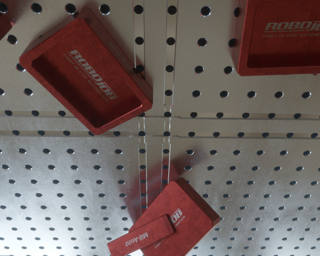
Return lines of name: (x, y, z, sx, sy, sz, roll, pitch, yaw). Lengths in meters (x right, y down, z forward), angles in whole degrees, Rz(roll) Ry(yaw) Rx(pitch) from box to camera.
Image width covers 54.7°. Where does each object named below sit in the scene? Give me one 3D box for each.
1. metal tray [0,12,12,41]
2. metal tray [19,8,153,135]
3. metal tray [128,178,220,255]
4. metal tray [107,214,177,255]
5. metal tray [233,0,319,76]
metal tray: (-0.194, -0.090, 0.264, 0.030, 0.130, 0.090, -29, 125, 22)
metal tray: (-0.079, -0.057, 0.358, 0.090, 0.030, 0.130, -26, 126, 20)
metal tray: (0.019, 0.153, 0.484, 0.129, 0.090, 0.030, -53, 156, 20)
metal tray: (-0.014, 0.177, 0.526, 0.130, 0.030, 0.090, -33, 162, 25)
metal tray: (0.148, -0.102, 0.323, 0.131, 0.030, 0.089, -2, 130, 1)
